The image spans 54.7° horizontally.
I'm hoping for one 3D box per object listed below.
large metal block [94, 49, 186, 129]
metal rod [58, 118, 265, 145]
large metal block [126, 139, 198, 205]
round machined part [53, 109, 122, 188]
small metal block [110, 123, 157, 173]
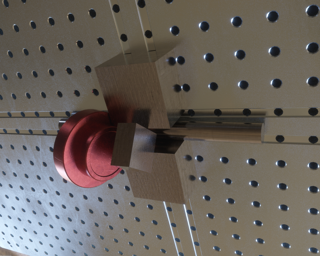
[{"bbox_3d":[-0.022,-0.046,0.378,0.080,0.050,0.080,1,119,28],"label":"large metal block"},{"bbox_3d":[-0.017,0.001,0.421,0.300,0.025,0.025,2,120,27],"label":"metal rod"},{"bbox_3d":[0.001,0.053,0.428,0.080,0.050,0.080,1,119,27],"label":"large metal block"},{"bbox_3d":[-0.077,0.028,0.384,0.042,0.099,0.097,13,125,38],"label":"round machined part"},{"bbox_3d":[-0.030,0.025,0.369,0.025,0.050,0.050,1,75,28],"label":"small metal block"}]
